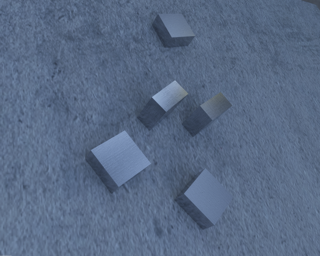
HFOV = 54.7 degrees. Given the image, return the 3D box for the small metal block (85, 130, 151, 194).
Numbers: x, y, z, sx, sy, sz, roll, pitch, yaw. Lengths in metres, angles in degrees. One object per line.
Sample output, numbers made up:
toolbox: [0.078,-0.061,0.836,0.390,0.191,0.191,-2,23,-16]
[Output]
small metal block: [-0.048,0.038,0.356,0.050,0.025,0.050,-33,80,-38]

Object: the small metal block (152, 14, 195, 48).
small metal block: [0.023,-0.163,0.518,0.050,0.025,0.050,-15,70,-34]

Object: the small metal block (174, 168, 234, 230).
small metal block: [0.055,0.087,0.382,0.050,0.025,0.050,46,51,3]

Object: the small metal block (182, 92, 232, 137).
small metal block: [0.066,-0.019,0.437,0.050,0.050,0.025,-33,81,-38]

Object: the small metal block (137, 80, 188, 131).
small metal block: [0.003,-0.029,0.409,0.025,0.050,0.050,46,51,3]
